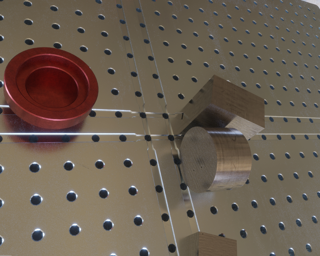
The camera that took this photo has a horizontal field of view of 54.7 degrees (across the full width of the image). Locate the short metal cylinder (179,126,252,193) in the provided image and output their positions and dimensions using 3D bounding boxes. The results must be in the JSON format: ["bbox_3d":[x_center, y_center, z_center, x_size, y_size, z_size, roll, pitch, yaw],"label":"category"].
[{"bbox_3d":[0.066,0.039,0.385,0.050,0.080,0.080,2,61,-27],"label":"short metal cylinder"}]

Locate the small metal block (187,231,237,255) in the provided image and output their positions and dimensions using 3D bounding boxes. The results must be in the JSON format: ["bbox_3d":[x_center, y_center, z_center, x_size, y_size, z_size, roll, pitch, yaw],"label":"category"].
[{"bbox_3d":[0.059,0.149,0.348,0.050,0.025,0.050,19,54,-17],"label":"small metal block"}]

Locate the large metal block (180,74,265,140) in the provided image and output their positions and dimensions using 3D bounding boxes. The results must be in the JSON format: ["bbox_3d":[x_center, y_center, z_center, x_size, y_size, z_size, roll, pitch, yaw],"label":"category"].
[{"bbox_3d":[0.085,-0.016,0.428,0.080,0.080,0.050,23,53,-14],"label":"large metal block"}]

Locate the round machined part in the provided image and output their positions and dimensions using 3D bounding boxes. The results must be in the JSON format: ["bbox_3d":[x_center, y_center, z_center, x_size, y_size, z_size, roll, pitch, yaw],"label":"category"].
[{"bbox_3d":[-0.124,-0.041,0.355,0.099,0.042,0.098,14,56,-21],"label":"round machined part"}]
